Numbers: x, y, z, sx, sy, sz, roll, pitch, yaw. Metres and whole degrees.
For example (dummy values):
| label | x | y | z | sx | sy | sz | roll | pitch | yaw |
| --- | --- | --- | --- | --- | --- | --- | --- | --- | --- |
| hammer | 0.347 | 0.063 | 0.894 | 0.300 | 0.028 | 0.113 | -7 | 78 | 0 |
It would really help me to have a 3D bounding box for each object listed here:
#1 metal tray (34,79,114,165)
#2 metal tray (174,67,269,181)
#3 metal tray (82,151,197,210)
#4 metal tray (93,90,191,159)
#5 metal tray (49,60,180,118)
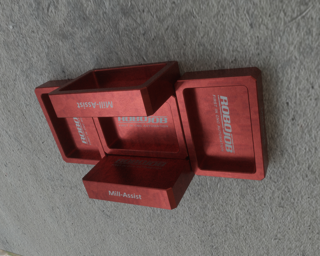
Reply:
| label | x | y | z | sx | sy | sz | roll | pitch | yaw |
| --- | --- | --- | --- | --- | --- | --- | --- | --- | --- |
| metal tray | -0.123 | -0.007 | 0.463 | 0.090 | 0.030 | 0.129 | 0 | 119 | 27 |
| metal tray | 0.074 | -0.002 | 0.364 | 0.090 | 0.030 | 0.129 | 0 | 119 | 27 |
| metal tray | -0.025 | 0.060 | 0.413 | 0.130 | 0.090 | 0.030 | 1 | 119 | 27 |
| metal tray | -0.025 | -0.007 | 0.412 | 0.130 | 0.030 | 0.089 | 1 | 119 | 27 |
| metal tray | -0.051 | -0.046 | 0.363 | 0.130 | 0.090 | 0.030 | 0 | 119 | 27 |
